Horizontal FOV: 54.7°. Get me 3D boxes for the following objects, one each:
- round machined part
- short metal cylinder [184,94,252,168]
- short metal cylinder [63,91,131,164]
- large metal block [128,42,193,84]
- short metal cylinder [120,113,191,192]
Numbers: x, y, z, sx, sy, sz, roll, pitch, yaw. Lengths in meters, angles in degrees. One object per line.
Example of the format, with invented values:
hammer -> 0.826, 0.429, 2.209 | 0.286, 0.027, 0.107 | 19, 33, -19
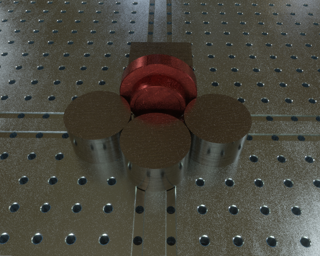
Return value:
round machined part -> -0.002, -0.041, 0.392 | 0.099, 0.097, 0.042 | 1, 50, 1
short metal cylinder -> 0.069, 0.003, 0.390 | 0.081, 0.050, 0.080 | 0, 50, 0
short metal cylinder -> -0.075, -0.002, 0.392 | 0.081, 0.050, 0.080 | 0, 50, 0
large metal block -> 0.001, -0.071, 0.431 | 0.081, 0.080, 0.050 | 1, 50, 0
short metal cylinder -> -0.005, 0.028, 0.368 | 0.081, 0.050, 0.080 | 0, 50, 0
